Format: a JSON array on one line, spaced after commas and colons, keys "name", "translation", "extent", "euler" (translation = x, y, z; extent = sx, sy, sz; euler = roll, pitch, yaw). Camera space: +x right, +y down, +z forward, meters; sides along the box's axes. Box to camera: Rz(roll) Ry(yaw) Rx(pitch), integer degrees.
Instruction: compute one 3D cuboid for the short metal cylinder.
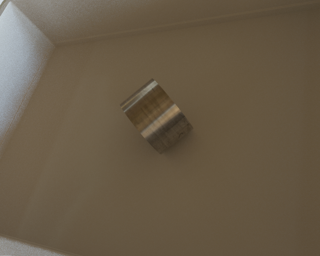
[{"name": "short metal cylinder", "translation": [-0.004, -0.014, 0.380], "extent": [0.050, 0.080, 0.080], "euler": [-39, 51, 2]}]
